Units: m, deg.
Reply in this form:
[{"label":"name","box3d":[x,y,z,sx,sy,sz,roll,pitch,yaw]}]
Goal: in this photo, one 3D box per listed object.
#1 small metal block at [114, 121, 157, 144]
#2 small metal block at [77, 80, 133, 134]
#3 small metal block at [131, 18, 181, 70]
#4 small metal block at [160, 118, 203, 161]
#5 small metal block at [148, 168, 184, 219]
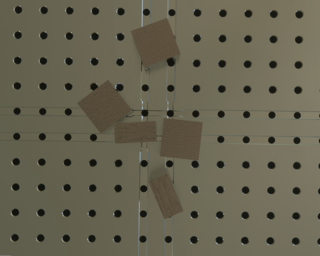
[{"label":"small metal block","box3d":[-0.030,0.005,0.401,0.050,0.050,0.025,-3,90,0]},{"label":"small metal block","box3d":[-0.072,-0.028,0.413,0.050,0.025,0.050,-37,90,0]},{"label":"small metal block","box3d":[-0.005,-0.111,0.413,0.050,0.025,0.050,-20,90,0]},{"label":"small metal block","box3d":[0.028,0.015,0.414,0.050,0.025,0.050,6,90,0]},{"label":"small metal block","box3d":[0.007,0.083,0.401,0.025,0.050,0.050,-23,90,0]}]
